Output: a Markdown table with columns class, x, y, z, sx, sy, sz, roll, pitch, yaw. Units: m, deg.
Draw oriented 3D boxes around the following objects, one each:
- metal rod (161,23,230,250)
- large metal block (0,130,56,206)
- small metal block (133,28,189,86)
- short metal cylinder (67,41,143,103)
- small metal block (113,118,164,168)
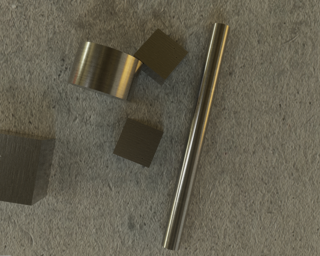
| class | x | y | z | sx | sy | sz | roll | pitch | yaw |
| --- | --- | --- | --- | --- | --- | --- | --- | --- | --- |
| metal rod | 0.047 | 0.011 | 0.410 | 0.025 | 0.025 | 0.298 | 13 | 90 | -1 |
| large metal block | -0.187 | 0.047 | 0.395 | 0.080 | 0.050 | 0.080 | 9 | 90 | -1 |
| small metal block | 0.000 | -0.092 | 0.404 | 0.050 | 0.025 | 0.050 | 39 | 75 | -1 |
| short metal cylinder | -0.067 | -0.067 | 0.382 | 0.080 | 0.080 | 0.050 | 17 | 90 | -1 |
| small metal block | -0.028 | 0.019 | 0.410 | 0.050 | 0.025 | 0.050 | 22 | 90 | -1 |
